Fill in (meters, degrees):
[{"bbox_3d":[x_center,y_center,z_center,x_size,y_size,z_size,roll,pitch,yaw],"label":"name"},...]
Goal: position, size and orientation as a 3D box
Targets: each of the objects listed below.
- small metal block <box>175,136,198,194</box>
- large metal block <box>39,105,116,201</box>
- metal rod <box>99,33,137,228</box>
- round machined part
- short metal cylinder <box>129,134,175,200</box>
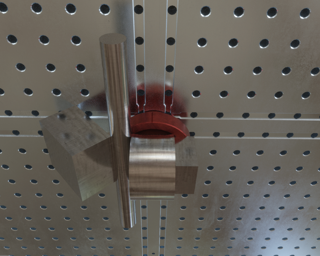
[{"bbox_3d":[0.029,0.045,0.379,0.025,0.050,0.050,1,130,-1],"label":"small metal block"},{"bbox_3d":[-0.103,0.031,0.392,0.050,0.080,0.079,-29,139,-31],"label":"large metal block"},{"bbox_3d":[-0.046,0.031,0.383,0.025,0.025,0.298,0,130,-1],"label":"metal rod"},{"bbox_3d":[-0.009,0.016,0.413,0.099,0.042,0.097,-1,130,0],"label":"round machined part"},{"bbox_3d":[-0.009,0.047,0.376,0.050,0.080,0.079,1,130,-1],"label":"short metal cylinder"}]
